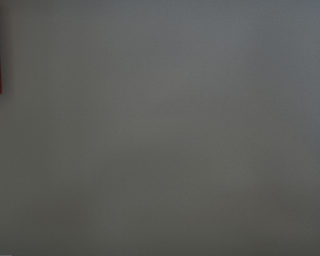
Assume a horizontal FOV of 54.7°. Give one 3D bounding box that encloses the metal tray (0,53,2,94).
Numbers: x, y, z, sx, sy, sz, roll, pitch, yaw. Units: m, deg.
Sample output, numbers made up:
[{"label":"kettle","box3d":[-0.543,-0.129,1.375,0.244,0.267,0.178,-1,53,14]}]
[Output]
[{"label":"metal tray","box3d":[-0.246,-0.104,0.375,0.030,0.091,0.129,-3,90,34]}]
